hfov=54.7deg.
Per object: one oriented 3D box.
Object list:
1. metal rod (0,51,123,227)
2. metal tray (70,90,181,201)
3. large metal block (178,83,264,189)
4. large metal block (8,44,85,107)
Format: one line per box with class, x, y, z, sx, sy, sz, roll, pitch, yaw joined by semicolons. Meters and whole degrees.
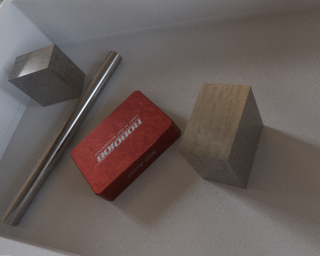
metal rod;-0.143;0.006;0.474;0.025;0.025;0.300;17;70;34
metal tray;-0.048;0.021;0.413;0.130;0.030;0.090;-44;51;-3
large metal block;0.069;0.009;0.328;0.050;0.080;0.080;9;66;32
large metal block;-0.186;-0.085;0.517;0.080;0.080;0.050;-12;57;21
